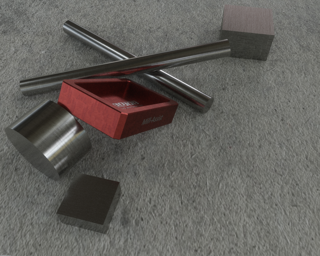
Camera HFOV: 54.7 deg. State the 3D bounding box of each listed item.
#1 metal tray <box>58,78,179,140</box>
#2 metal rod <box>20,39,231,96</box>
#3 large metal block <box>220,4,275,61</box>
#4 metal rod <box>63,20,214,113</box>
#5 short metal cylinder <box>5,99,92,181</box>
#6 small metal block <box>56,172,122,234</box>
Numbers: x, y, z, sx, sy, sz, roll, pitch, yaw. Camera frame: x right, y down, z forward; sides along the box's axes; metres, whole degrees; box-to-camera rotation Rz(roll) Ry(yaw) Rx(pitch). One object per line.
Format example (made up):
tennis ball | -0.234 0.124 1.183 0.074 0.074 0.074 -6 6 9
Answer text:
metal tray | -0.045 -0.030 0.379 0.090 0.030 0.131 28 21 21
metal rod | -0.050 -0.087 0.449 0.302 0.025 0.025 -11 51 0
large metal block | 0.144 -0.163 0.526 0.080 0.050 0.080 8 50 6
metal rod | -0.048 -0.106 0.491 0.300 0.025 0.025 33 57 24
short metal cylinder | -0.126 0.014 0.353 0.080 0.080 0.050 28 57 21
small metal block | -0.075 0.081 0.335 0.050 0.025 0.050 11 51 9
